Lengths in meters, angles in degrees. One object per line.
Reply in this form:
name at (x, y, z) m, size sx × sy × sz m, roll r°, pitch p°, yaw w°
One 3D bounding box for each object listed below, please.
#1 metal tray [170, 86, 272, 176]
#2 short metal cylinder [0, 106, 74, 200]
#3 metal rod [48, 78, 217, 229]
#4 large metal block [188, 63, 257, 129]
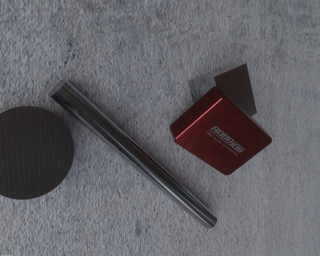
metal tray at (0.089, 0.009, 0.444) m, size 0.090 × 0.030 × 0.130 m, roll -43°, pitch 127°, yaw 18°
short metal cylinder at (-0.127, 0.021, 0.283) m, size 0.081 × 0.050 × 0.079 m, roll 0°, pitch 90°, yaw -40°
metal rod at (-0.015, 0.050, 0.394) m, size 0.300 × 0.025 × 0.025 m, roll 45°, pitch 63°, yaw -31°
large metal block at (0.097, -0.047, 0.472) m, size 0.081 × 0.050 × 0.080 m, roll -27°, pitch 107°, yaw -37°
